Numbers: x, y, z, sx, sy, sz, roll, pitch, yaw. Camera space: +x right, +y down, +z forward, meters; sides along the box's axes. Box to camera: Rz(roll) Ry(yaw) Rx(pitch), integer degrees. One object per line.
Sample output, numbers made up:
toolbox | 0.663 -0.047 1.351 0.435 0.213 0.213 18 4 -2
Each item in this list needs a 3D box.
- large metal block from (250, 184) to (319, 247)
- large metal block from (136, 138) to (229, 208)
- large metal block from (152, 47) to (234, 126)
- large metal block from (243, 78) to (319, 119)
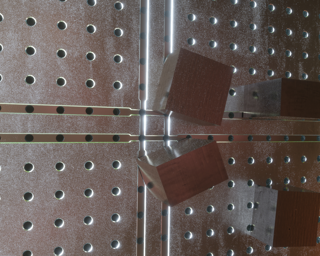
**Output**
large metal block | 0.191 0.132 0.472 0.081 0.050 0.080 7 88 -20
large metal block | 0.025 0.052 0.394 0.081 0.080 0.050 -22 98 -19
large metal block | 0.044 -0.052 0.417 0.081 0.050 0.080 16 85 -20
large metal block | 0.180 -0.039 0.452 0.081 0.080 0.050 2 90 -20
